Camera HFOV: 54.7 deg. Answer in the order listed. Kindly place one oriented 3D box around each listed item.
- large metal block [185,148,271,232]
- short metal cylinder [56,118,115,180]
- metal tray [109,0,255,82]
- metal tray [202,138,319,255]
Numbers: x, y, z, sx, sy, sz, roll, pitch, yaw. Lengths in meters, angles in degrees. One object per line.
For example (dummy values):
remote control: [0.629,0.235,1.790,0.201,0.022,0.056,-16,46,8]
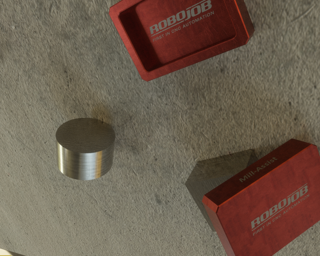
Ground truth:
large metal block: [0.092,0.081,0.392,0.080,0.050,0.080,-19,109,35]
short metal cylinder: [-0.107,0.029,0.445,0.080,0.080,0.050,22,127,15]
metal tray: [0.020,-0.111,0.324,0.130,0.030,0.090,-15,111,34]
metal tray: [0.120,0.081,0.334,0.090,0.131,0.030,65,166,-18]
